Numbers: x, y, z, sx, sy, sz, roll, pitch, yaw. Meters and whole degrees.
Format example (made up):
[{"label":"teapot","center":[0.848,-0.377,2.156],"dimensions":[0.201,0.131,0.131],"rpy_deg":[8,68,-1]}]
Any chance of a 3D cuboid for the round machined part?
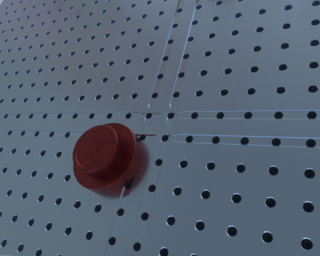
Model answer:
[{"label":"round machined part","center":[-0.076,0.035,0.414],"dimensions":[0.098,0.042,0.098],"rpy_deg":[-13,56,20]}]
